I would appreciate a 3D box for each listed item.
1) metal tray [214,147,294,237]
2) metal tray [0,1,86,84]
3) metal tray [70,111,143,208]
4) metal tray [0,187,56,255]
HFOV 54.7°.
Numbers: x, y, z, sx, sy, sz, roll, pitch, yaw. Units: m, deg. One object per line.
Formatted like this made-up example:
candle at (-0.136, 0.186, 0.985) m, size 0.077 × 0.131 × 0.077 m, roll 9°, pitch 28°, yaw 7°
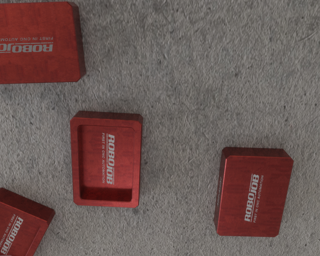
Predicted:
metal tray at (0.130, 0.093, 0.442) m, size 0.091 × 0.030 × 0.129 m, roll 2°, pitch 110°, yaw -1°
metal tray at (-0.161, -0.100, 0.369) m, size 0.131 × 0.030 × 0.089 m, roll -2°, pitch 110°, yaw 0°
metal tray at (-0.071, 0.044, 0.422) m, size 0.091 × 0.030 × 0.129 m, roll 3°, pitch 110°, yaw -2°
metal tray at (-0.227, 0.163, 0.464) m, size 0.090 × 0.030 × 0.129 m, roll 27°, pitch 108°, yaw -10°
